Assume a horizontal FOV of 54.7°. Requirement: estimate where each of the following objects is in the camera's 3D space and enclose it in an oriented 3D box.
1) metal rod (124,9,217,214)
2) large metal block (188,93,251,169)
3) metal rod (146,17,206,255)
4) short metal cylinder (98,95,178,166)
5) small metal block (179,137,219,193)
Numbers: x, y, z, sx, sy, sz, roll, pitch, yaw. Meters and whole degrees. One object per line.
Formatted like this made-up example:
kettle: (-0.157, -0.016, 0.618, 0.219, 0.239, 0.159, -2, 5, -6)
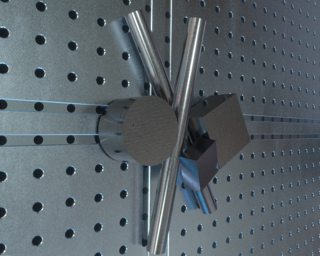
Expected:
metal rod: (0.021, -0.009, 0.422, 0.025, 0.025, 0.299, -35, 112, -34)
large metal block: (0.081, 0.003, 0.455, 0.081, 0.050, 0.080, -34, 111, -35)
metal rod: (0.020, 0.011, 0.396, 0.025, 0.025, 0.298, 8, 93, -40)
short metal cylinder: (-0.025, 0.003, 0.368, 0.081, 0.050, 0.079, 0, 90, -41)
small metal block: (0.053, 0.047, 0.408, 0.050, 0.025, 0.050, -39, 129, -42)
